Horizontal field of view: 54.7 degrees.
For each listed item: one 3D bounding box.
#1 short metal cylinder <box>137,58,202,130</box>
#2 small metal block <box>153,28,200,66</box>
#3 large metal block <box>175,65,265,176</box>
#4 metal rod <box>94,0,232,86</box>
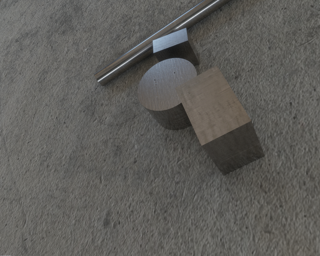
[{"bbox_3d":[0.018,-0.044,0.404,0.080,0.050,0.080,-13,56,20],"label":"short metal cylinder"},{"bbox_3d":[0.024,-0.107,0.440,0.050,0.050,0.025,-16,56,19],"label":"small metal block"},{"bbox_3d":[0.066,-0.006,0.337,0.050,0.080,0.080,-28,52,10],"label":"large metal block"},{"bbox_3d":[0.027,-0.158,0.485,0.300,0.025,0.025,-32,52,6],"label":"metal rod"}]
